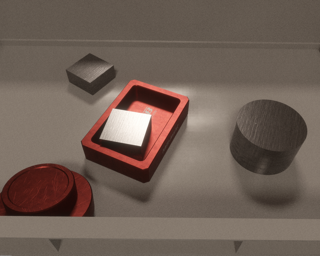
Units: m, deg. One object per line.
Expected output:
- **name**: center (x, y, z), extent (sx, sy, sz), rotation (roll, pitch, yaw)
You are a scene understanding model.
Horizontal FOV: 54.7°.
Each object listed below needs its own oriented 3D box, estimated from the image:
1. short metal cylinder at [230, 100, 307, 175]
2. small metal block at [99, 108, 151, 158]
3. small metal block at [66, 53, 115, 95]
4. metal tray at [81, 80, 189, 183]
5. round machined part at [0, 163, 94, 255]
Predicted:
- **short metal cylinder**: center (0.131, 0.011, 0.382), extent (0.081, 0.050, 0.080), rotation (0, 50, 0)
- **small metal block**: center (-0.041, 0.006, 0.383), extent (0.050, 0.025, 0.050), rotation (10, 51, 8)
- **small metal block**: center (-0.105, -0.083, 0.474), extent (0.050, 0.025, 0.050), rotation (29, 56, 22)
- **metal tray**: center (-0.027, -0.002, 0.402), extent (0.090, 0.030, 0.130), rotation (20, 53, 16)
- **round machined part**: center (-0.119, 0.073, 0.315), extent (0.099, 0.042, 0.098), rotation (1, 34, 0)
